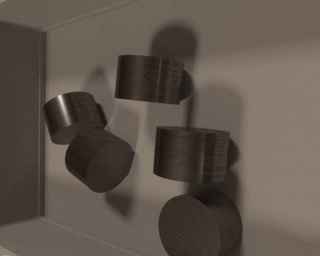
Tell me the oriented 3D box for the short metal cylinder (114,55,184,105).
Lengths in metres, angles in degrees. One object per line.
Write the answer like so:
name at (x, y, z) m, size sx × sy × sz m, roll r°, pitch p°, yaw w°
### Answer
short metal cylinder at (-0.013, -0.058, 0.380) m, size 0.080 × 0.081 × 0.050 m, roll 10°, pitch 97°, yaw 39°

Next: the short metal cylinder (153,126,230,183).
short metal cylinder at (0.034, 0.026, 0.341) m, size 0.080 × 0.081 × 0.050 m, roll 7°, pitch 95°, yaw 39°

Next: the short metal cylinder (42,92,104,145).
short metal cylinder at (-0.133, -0.014, 0.478) m, size 0.080 × 0.081 × 0.050 m, roll -35°, pitch 69°, yaw 34°

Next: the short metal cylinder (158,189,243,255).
short metal cylinder at (0.045, 0.112, 0.352) m, size 0.080 × 0.050 × 0.079 m, roll 0°, pitch 90°, yaw 39°

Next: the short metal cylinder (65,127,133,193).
short metal cylinder at (-0.085, 0.044, 0.439) m, size 0.050 × 0.081 × 0.079 m, roll 26°, pitch 107°, yaw 36°
